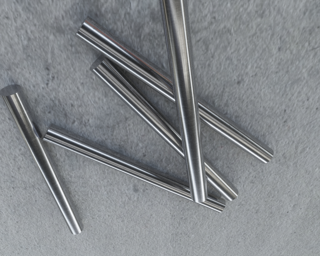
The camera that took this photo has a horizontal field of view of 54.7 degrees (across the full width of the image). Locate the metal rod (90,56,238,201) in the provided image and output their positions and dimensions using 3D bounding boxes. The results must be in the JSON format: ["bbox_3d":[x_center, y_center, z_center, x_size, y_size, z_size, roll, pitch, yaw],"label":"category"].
[{"bbox_3d":[0.023,0.016,0.421,0.025,0.025,0.300,-31,124,23],"label":"metal rod"}]

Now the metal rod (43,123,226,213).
[{"bbox_3d":[-0.024,0.067,0.463,0.301,0.025,0.025,27,125,-22],"label":"metal rod"}]

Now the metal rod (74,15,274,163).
[{"bbox_3d":[0.036,-0.033,0.379,0.301,0.025,0.025,32,123,-25],"label":"metal rod"}]

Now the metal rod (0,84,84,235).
[{"bbox_3d":[-0.164,0.068,0.462,0.025,0.025,0.298,-4,130,3],"label":"metal rod"}]

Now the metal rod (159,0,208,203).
[{"bbox_3d":[0.034,-0.012,0.363,0.025,0.025,0.298,-8,130,6],"label":"metal rod"}]
